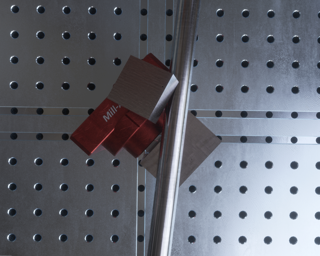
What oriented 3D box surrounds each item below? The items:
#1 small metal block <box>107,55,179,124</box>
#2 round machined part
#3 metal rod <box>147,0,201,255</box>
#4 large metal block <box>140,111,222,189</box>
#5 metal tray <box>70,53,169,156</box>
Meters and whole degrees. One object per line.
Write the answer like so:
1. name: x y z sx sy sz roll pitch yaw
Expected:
1. small metal block: -0.017 -0.039 0.315 0.050 0.025 0.050 28 88 18
2. round machined part: -0.022 -0.001 0.380 0.042 0.098 0.098 42 90 0
3. metal rod: 0.014 0.011 0.333 0.025 0.025 0.298 7 90 -1
4. large metal block: 0.023 0.027 0.383 0.050 0.080 0.080 43 90 -1
5. metal tray: -0.044 -0.026 0.380 0.030 0.090 0.130 43 90 0
